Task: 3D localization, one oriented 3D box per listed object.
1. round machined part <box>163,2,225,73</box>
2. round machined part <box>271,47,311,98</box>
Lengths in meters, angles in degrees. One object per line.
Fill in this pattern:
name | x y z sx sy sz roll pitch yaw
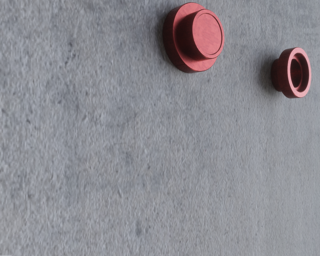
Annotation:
round machined part | 0.054 -0.129 0.441 0.099 0.042 0.097 0 90 -40
round machined part | 0.256 -0.107 0.612 0.099 0.042 0.097 0 90 -40
